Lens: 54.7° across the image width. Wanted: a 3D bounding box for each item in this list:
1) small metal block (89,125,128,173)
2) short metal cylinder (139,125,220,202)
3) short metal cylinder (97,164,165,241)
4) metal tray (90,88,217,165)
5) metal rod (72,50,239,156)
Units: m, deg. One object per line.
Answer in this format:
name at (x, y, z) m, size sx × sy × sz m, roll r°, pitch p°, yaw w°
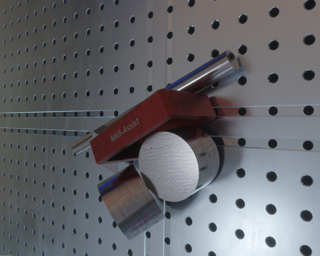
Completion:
small metal block at (-0.072, 0.031, 0.447) m, size 0.050 × 0.025 × 0.050 m, roll 26°, pitch 123°, yaw 17°
short metal cylinder at (0.022, 0.040, 0.363) m, size 0.080 × 0.050 × 0.079 m, roll 7°, pitch 103°, yaw 35°
short metal cylinder at (-0.036, 0.092, 0.389) m, size 0.050 × 0.080 × 0.080 m, roll -31°, pitch 64°, yaw -9°
metal tray at (-0.010, 0.002, 0.370) m, size 0.130 × 0.091 × 0.030 m, roll -33°, pitch 70°, yaw 35°
metal rod at (-0.028, -0.020, 0.427) m, size 0.299 × 0.025 × 0.025 m, roll -27°, pitch 73°, yaw 36°
